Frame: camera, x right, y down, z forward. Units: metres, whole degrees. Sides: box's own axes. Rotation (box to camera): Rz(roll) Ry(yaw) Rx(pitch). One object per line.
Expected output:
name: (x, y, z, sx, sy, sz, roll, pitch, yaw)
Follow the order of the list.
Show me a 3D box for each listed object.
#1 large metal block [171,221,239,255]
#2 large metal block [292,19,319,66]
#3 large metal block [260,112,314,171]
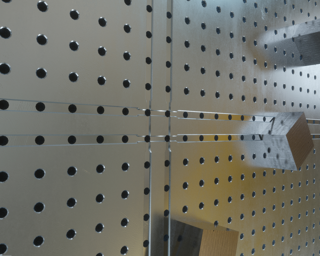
large metal block: (0.063, 0.182, 0.445, 0.080, 0.050, 0.080, 18, 78, -38)
large metal block: (0.343, -0.184, 0.658, 0.080, 0.080, 0.050, 49, 61, -29)
large metal block: (0.247, 0.024, 0.598, 0.080, 0.050, 0.080, -40, 115, -32)
